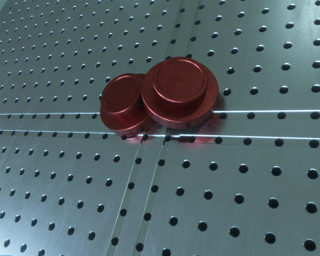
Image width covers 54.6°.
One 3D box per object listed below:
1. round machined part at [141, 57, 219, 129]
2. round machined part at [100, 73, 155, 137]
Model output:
[{"bbox_3d":[0.025,-0.051,0.394,0.099,0.042,0.098,0,64,1],"label":"round machined part"},{"bbox_3d":[-0.046,-0.040,0.447,0.098,0.042,0.098,-13,56,21],"label":"round machined part"}]
